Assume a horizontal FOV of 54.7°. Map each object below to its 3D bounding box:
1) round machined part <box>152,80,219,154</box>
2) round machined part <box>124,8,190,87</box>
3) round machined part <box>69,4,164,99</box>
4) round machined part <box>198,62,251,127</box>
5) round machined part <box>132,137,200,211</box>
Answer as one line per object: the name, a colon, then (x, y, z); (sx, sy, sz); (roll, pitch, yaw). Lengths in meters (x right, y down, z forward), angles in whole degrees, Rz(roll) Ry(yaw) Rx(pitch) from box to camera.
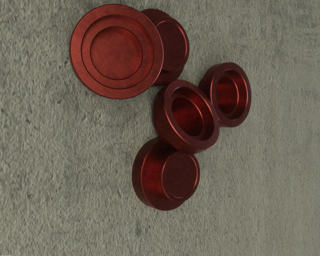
round machined part: (0.029, -0.011, 0.408); (0.099, 0.042, 0.098); (22, 53, -33)
round machined part: (0.000, -0.103, 0.396); (0.099, 0.042, 0.097); (0, 90, -40)
round machined part: (-0.049, -0.081, 0.341); (0.099, 0.042, 0.097); (-3, 98, -19)
round machined part: (0.095, -0.050, 0.477); (0.099, 0.042, 0.097); (0, 90, -40)
round machined part: (0.015, 0.061, 0.409); (0.099, 0.042, 0.097); (0, 90, -40)
